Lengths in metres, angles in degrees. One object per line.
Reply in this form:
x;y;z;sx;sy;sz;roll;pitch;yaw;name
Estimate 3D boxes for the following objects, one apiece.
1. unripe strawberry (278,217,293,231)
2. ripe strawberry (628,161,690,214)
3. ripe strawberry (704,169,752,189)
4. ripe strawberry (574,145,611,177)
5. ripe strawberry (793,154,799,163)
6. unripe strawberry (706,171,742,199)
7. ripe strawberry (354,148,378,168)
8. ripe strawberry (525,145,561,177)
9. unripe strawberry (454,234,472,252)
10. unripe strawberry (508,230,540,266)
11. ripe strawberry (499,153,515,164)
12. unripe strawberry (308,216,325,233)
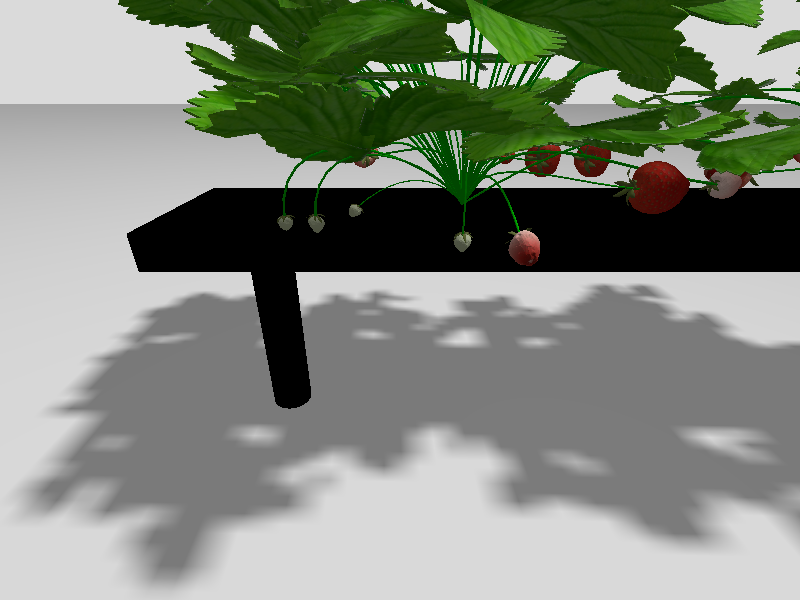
-0.077;-0.052;0.269;0.010;0.010;0.009;-17;32;-29;unripe strawberry
0.211;-0.091;0.325;0.042;0.041;0.039;4;28;6;ripe strawberry
0.319;-0.125;0.391;0.035;0.035;0.038;7;28;14;ripe strawberry
0.226;-0.164;0.466;0.041;0.040;0.038;-20;34;-34;ripe strawberry
0.567;-0.216;0.554;0.048;0.050;0.052;7;28;13;ripe strawberry
0.302;-0.107;0.370;0.026;0.026;0.025;-2;28;-6;unripe strawberry
-0.048;-0.187;0.510;0.038;0.035;0.035;-14;30;-25;ripe strawberry
0.169;-0.166;0.468;0.039;0.041;0.042;20;33;34;ripe strawberry
0.038;-0.035;0.245;0.011;0.011;0.011;4;28;7;unripe strawberry
0.070;-0.028;0.222;0.017;0.019;0.020;-3;-42;-5;unripe strawberry
0.142;-0.193;0.533;0.021;0.024;0.023;11;13;20;ripe strawberry
-0.055;-0.050;0.265;0.010;0.011;0.011;-21;34;-35;unripe strawberry
